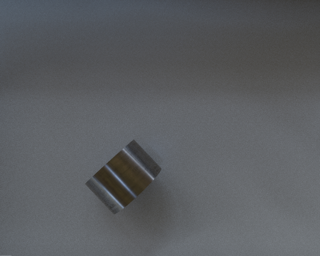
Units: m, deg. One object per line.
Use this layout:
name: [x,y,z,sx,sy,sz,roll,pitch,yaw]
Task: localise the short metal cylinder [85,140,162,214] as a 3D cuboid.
short metal cylinder: [-0.045,0.059,0.383,0.080,0.080,0.050,-43,91,0]
